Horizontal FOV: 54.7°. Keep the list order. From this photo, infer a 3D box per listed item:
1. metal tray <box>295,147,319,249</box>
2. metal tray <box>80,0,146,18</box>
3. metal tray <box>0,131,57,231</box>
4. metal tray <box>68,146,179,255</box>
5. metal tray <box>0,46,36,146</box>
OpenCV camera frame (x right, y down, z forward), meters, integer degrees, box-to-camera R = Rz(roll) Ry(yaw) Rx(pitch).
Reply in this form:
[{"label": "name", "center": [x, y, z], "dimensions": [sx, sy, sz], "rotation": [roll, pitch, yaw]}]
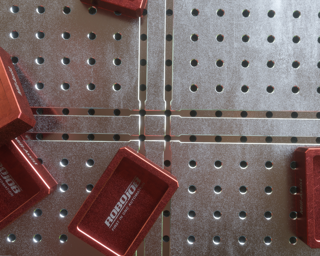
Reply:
[{"label": "metal tray", "center": [0.234, 0.090, 0.414], "dimensions": [0.091, 0.030, 0.129], "rotation": [-2, 90, -1]}, {"label": "metal tray", "center": [-0.051, -0.223, 0.409], "dimensions": [0.090, 0.030, 0.129], "rotation": [17, 90, -1]}, {"label": "metal tray", "center": [-0.213, 0.057, 0.408], "dimensions": [0.090, 0.030, 0.130], "rotation": [-38, 91, -1]}, {"label": "metal tray", "center": [-0.047, 0.100, 0.410], "dimensions": [0.090, 0.030, 0.130], "rotation": [33, 90, -1]}, {"label": "metal tray", "center": [-0.218, -0.036, 0.381], "dimensions": [0.090, 0.030, 0.130], "rotation": [-31, 65, -1]}]
